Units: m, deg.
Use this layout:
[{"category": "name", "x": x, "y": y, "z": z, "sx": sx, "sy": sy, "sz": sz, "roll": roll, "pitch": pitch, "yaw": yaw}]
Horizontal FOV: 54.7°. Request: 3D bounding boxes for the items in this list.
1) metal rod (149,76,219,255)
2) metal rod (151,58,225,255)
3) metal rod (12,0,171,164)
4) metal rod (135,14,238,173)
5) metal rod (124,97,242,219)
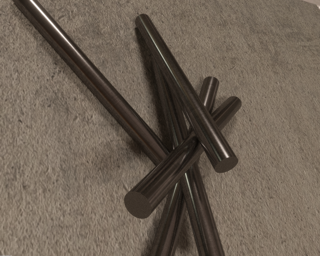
[{"category": "metal rod", "x": 0.039, "y": 0.038, "z": 0.403, "sx": 0.025, "sy": 0.025, "sz": 0.300, "roll": 29, "pitch": 52, "yaw": -10}, {"category": "metal rod", "x": 0.027, "y": 0.021, "z": 0.381, "sx": 0.025, "sy": 0.025, "sz": 0.299, "roll": 6, "pitch": 51, "yaw": -26}, {"category": "metal rod", "x": -0.089, "y": -0.067, "z": 0.397, "sx": 0.300, "sy": 0.025, "sz": 0.025, "roll": 48, "pitch": 51, "yaw": 5}, {"category": "metal rod", "x": 0.019, "y": -0.068, "z": 0.399, "sx": 0.025, "sy": 0.025, "sz": 0.300, "roll": 2, "pitch": 43, "yaw": -27}, {"category": "metal rod", "x": 0.050, "y": 0.011, "z": 0.370, "sx": 0.025, "sy": 0.025, "sz": 0.302, "roll": 47, "pitch": 34, "yaw": 4}]
